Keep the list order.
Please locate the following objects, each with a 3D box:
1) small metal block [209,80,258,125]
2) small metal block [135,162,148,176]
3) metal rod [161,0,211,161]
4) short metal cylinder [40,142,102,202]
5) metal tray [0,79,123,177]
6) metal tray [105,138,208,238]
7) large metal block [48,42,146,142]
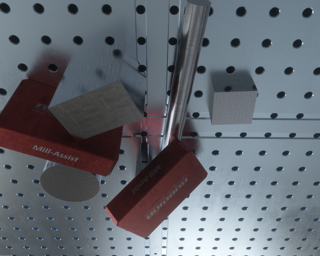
[{"bbox_3d":[0.090,-0.031,0.386,0.050,0.025,0.050,-2,130,1],"label":"small metal block"},{"bbox_3d":[-0.026,0.088,0.470,0.025,0.050,0.050,4,130,-3],"label":"small metal block"},{"bbox_3d":[0.021,-0.012,0.401,0.025,0.025,0.298,5,130,-5],"label":"metal rod"},{"bbox_3d":[-0.124,0.062,0.446,0.081,0.050,0.079,0,130,0],"label":"short metal cylinder"},{"bbox_3d":[-0.111,-0.002,0.366,0.131,0.090,0.030,19,127,-16],"label":"metal tray"},{"bbox_3d":[0.000,0.085,0.422,0.130,0.030,0.090,-44,143,-5],"label":"metal tray"},{"bbox_3d":[-0.064,-0.040,0.340,0.080,0.080,0.050,-19,128,15],"label":"large metal block"}]
